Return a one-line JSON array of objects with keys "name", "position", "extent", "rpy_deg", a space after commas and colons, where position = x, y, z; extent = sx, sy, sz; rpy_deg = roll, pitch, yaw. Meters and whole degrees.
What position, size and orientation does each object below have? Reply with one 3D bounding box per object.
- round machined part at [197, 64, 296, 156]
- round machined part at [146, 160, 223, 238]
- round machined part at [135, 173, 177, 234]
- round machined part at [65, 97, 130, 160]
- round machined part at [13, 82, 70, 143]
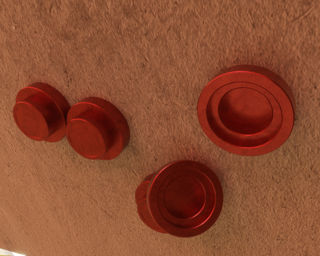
[{"name": "round machined part", "position": [0.093, -0.022, 0.333], "extent": [0.098, 0.042, 0.097], "rpy_deg": [13, 124, 21]}, {"name": "round machined part", "position": [0.030, 0.091, 0.413], "extent": [0.098, 0.098, 0.042], "rpy_deg": [47, 169, -5]}, {"name": "round machined part", "position": [0.005, 0.119, 0.467], "extent": [0.098, 0.042, 0.097], "rpy_deg": [13, 124, 21]}, {"name": "round machined part", "position": [-0.097, 0.007, 0.452], "extent": [0.098, 0.042, 0.097], "rpy_deg": [13, 124, 21]}, {"name": "round machined part", "position": [-0.188, -0.018, 0.484], "extent": [0.098, 0.042, 0.097], "rpy_deg": [13, 124, 21]}]
